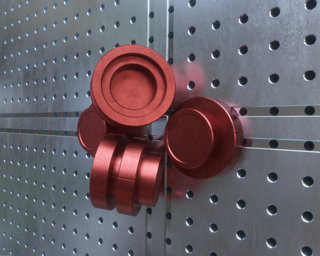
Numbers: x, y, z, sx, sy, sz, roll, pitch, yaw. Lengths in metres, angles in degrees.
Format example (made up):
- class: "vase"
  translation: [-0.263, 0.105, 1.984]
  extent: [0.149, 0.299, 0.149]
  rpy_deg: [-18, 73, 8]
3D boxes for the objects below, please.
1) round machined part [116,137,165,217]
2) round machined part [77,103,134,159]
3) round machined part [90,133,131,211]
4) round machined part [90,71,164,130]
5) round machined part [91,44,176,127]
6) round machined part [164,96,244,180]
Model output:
- class: "round machined part"
  translation: [-0.021, 0.062, 0.392]
  extent: [0.042, 0.098, 0.097]
  rpy_deg: [9, 97, 8]
- class: "round machined part"
  translation: [-0.089, 0.003, 0.473]
  extent: [0.098, 0.042, 0.097]
  rpy_deg: [0, 90, 40]
- class: "round machined part"
  translation: [-0.052, 0.057, 0.400]
  extent: [0.042, 0.098, 0.097]
  rpy_deg: [8, 96, 8]
- class: "round machined part"
  translation: [-0.042, -0.046, 0.412]
  extent: [0.042, 0.099, 0.098]
  rpy_deg: [157, 109, -79]
- class: "round machined part"
  translation: [-0.033, -0.049, 0.381]
  extent: [0.042, 0.099, 0.098]
  rpy_deg: [157, 109, -79]
- class: "round machined part"
  translation: [0.043, 0.012, 0.364]
  extent: [0.098, 0.042, 0.097]
  rpy_deg: [0, 90, 40]
